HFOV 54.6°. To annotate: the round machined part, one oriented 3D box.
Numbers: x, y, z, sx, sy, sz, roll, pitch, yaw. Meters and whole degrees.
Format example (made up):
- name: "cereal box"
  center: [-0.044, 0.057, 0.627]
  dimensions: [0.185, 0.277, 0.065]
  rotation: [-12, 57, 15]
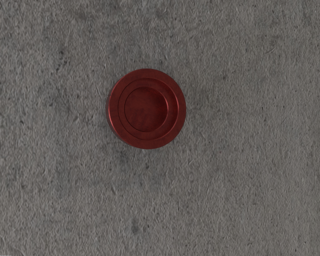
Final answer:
- name: "round machined part"
  center: [-0.020, -0.023, 0.392]
  dimensions: [0.099, 0.042, 0.097]
  rotation: [0, 90, -20]
